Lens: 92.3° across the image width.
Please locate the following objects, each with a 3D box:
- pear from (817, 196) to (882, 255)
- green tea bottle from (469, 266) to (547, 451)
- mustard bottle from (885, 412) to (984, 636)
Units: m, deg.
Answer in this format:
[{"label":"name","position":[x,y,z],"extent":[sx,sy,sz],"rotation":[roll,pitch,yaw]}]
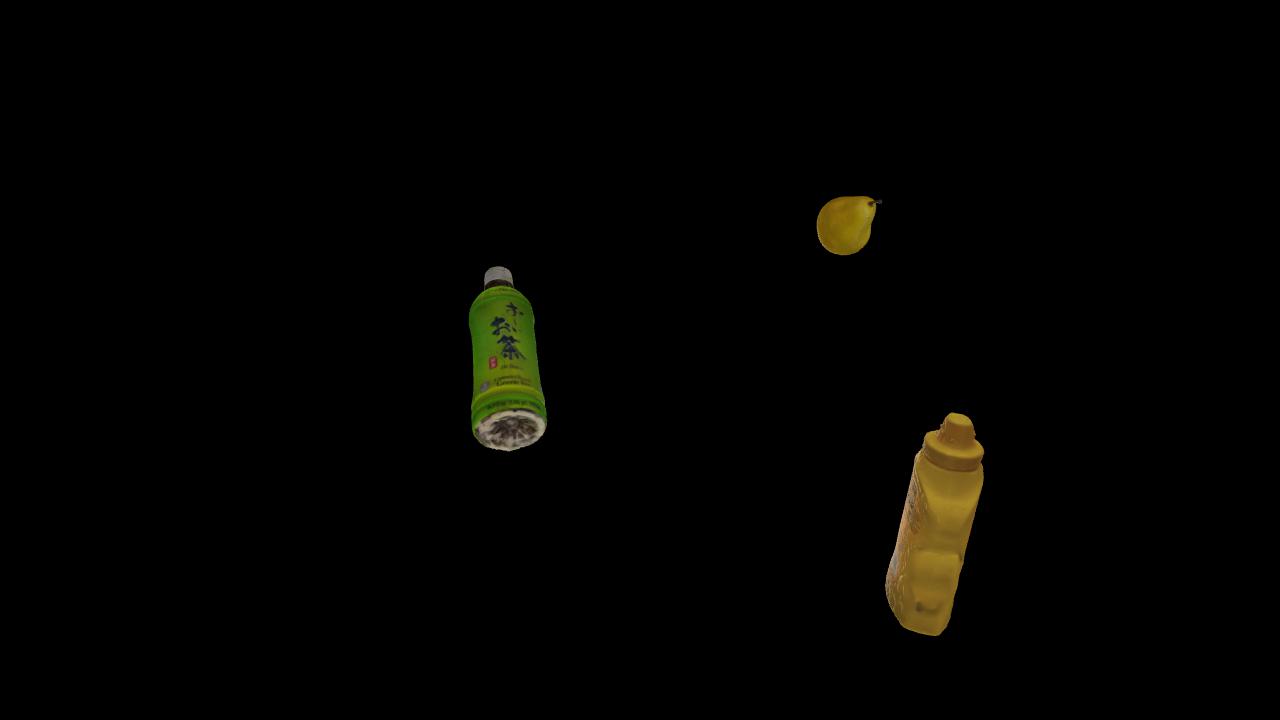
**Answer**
[{"label":"pear","position":[0.285,-0.194,0.827],"extent":[0.080,0.080,0.111],"rotation":[0,-25,-12]},{"label":"green tea bottle","position":[-0.139,-0.014,0.625],"extent":[0.073,0.212,0.073],"rotation":[-10,-37,-8]},{"label":"mustard bottle","position":[0.243,0.126,0.504],"extent":[0.054,0.184,0.092],"rotation":[10,26,23]}]
